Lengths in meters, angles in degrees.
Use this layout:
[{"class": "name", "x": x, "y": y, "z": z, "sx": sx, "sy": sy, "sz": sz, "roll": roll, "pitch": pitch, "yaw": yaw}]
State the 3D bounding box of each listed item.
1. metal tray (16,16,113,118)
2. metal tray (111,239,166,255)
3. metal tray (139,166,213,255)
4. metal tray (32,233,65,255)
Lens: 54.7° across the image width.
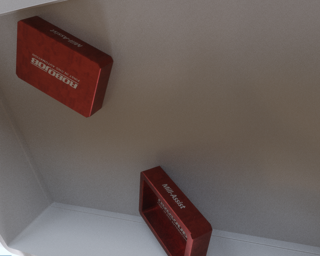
[{"class": "metal tray", "x": -0.135, "y": -0.083, "z": 0.425, "sx": 0.130, "sy": 0.030, "sz": 0.089, "roll": 30, "pitch": 128, "yaw": 9}, {"class": "metal tray", "x": -0.013, "y": 0.240, "z": 0.522, "sx": 0.130, "sy": 0.090, "sz": 0.030, "roll": 19, "pitch": 94, "yaw": 17}, {"class": "metal tray", "x": 0.015, "y": 0.126, "z": 0.430, "sx": 0.130, "sy": 0.030, "sz": 0.089, "roll": 44, "pitch": 140, "yaw": 44}, {"class": "metal tray", "x": -0.265, "y": 0.307, "z": 0.699, "sx": 0.030, "sy": 0.090, "sz": 0.129, "roll": 32, "pitch": 129, "yaw": 8}]
